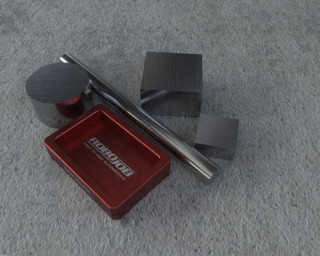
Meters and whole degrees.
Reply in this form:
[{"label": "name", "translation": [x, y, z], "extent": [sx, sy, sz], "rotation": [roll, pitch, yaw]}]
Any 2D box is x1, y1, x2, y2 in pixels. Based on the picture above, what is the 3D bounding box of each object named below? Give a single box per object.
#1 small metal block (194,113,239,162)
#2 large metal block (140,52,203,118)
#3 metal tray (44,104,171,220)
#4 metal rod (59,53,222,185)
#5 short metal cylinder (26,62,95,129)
[{"label": "small metal block", "translation": [0.072, 0.011, 0.397], "extent": [0.050, 0.025, 0.050], "rotation": [10, 51, 8]}, {"label": "large metal block", "translation": [0.017, -0.062, 0.441], "extent": [0.080, 0.050, 0.080], "rotation": [3, 50, 2]}, {"label": "metal tray", "translation": [-0.063, 0.034, 0.372], "extent": [0.130, 0.030, 0.090], "rotation": [37, 59, 26]}, {"label": "metal rod", "translation": [-0.043, -0.026, 0.425], "extent": [0.300, 0.025, 0.025], "rotation": [38, 59, 27]}, {"label": "short metal cylinder", "translation": [-0.134, -0.045, 0.424], "extent": [0.081, 0.050, 0.080], "rotation": [0, 50, 0]}]
